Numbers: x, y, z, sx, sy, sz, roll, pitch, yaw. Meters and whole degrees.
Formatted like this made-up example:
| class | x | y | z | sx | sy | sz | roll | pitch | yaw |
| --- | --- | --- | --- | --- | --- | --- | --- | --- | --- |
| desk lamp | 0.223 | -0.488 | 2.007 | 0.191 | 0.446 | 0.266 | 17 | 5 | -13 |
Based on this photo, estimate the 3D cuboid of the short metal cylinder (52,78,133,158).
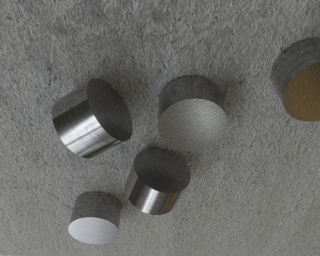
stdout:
| class | x | y | z | sx | sy | sz | roll | pitch | yaw |
| --- | --- | --- | --- | --- | --- | --- | --- | --- | --- |
| short metal cylinder | -0.076 | -0.011 | 0.361 | 0.050 | 0.080 | 0.080 | -27 | 125 | 21 |

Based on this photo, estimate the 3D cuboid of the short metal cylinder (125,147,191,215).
| class | x | y | z | sx | sy | sz | roll | pitch | yaw |
| --- | --- | --- | --- | --- | --- | --- | --- | --- | --- |
| short metal cylinder | -0.004 | 0.073 | 0.433 | 0.081 | 0.080 | 0.050 | 14 | 129 | -12 |

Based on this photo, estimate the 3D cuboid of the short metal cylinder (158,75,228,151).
| class | x | y | z | sx | sy | sz | roll | pitch | yaw |
| --- | --- | --- | --- | --- | --- | --- | --- | --- | --- |
| short metal cylinder | 0.038 | -0.017 | 0.376 | 0.081 | 0.050 | 0.079 | 0 | 130 | 0 |

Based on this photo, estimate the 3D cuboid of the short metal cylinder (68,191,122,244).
| class | x | y | z | sx | sy | sz | roll | pitch | yaw |
| --- | --- | --- | --- | --- | --- | --- | --- | --- | --- |
| short metal cylinder | -0.107 | 0.151 | 0.518 | 0.081 | 0.050 | 0.079 | 0 | 130 | 0 |

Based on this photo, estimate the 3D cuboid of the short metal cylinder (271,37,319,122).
| class | x | y | z | sx | sy | sz | roll | pitch | yaw |
| --- | --- | --- | --- | --- | --- | --- | --- | --- | --- |
| short metal cylinder | 0.172 | -0.053 | 0.347 | 0.081 | 0.050 | 0.079 | 0 | 130 | 0 |
